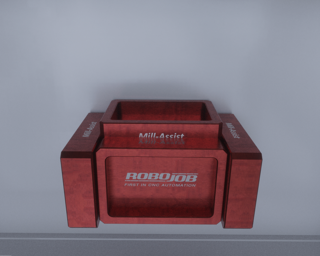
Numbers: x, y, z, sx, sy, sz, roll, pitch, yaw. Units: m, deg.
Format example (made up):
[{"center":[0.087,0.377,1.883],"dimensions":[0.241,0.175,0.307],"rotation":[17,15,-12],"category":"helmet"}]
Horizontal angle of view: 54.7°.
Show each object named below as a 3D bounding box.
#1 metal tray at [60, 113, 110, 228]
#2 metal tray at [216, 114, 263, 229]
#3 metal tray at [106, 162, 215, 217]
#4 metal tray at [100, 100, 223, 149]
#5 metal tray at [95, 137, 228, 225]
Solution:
[{"center":[-0.080,0.043,0.369],"dimensions":[0.030,0.130,0.089],"rotation":[1,111,0],"category":"metal tray"},{"center":[0.082,0.044,0.370],"dimensions":[0.030,0.130,0.089],"rotation":[1,111,0],"category":"metal tray"},{"center":[0.001,0.076,0.401],"dimensions":[0.131,0.090,0.030],"rotation":[0,110,0],"category":"metal tray"},{"center":[0.002,-0.007,0.371],"dimensions":[0.131,0.090,0.030],"rotation":[0,111,0],"category":"metal tray"},{"center":[0.001,0.057,0.331],"dimensions":[0.131,0.030,0.089],"rotation":[1,110,-1],"category":"metal tray"}]
